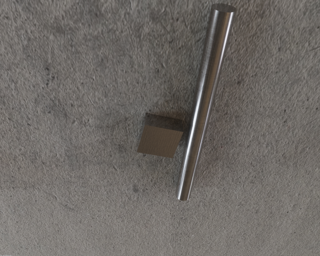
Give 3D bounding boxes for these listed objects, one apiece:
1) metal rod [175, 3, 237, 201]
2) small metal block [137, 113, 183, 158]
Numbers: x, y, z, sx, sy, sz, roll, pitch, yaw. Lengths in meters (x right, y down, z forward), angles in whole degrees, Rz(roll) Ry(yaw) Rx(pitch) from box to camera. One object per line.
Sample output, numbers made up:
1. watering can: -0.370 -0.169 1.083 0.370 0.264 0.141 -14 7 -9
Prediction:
1. metal rod: 0.050 -0.006 0.402 0.025 0.025 0.298 4 130 -4
2. small metal block: -0.001 0.011 0.417 0.050 0.025 0.050 11 129 -10
